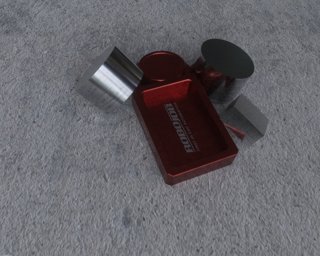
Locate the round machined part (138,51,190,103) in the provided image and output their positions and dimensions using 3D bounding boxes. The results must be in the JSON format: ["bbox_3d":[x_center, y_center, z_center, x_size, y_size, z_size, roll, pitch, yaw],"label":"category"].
[{"bbox_3d":[0.003,-0.078,0.460,0.099,0.042,0.098,0,50,0],"label":"round machined part"}]

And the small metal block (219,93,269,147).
[{"bbox_3d":[0.108,-0.011,0.392,0.050,0.025,0.050,45,34,1],"label":"small metal block"}]

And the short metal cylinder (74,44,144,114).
[{"bbox_3d":[-0.068,-0.065,0.414,0.050,0.080,0.080,41,48,-24],"label":"short metal cylinder"}]

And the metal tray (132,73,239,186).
[{"bbox_3d":[0.027,-0.003,0.390,0.091,0.030,0.130,-17,62,-14],"label":"metal tray"}]

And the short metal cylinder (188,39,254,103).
[{"bbox_3d":[0.086,-0.082,0.445,0.081,0.050,0.080,11,50,-14],"label":"short metal cylinder"}]
